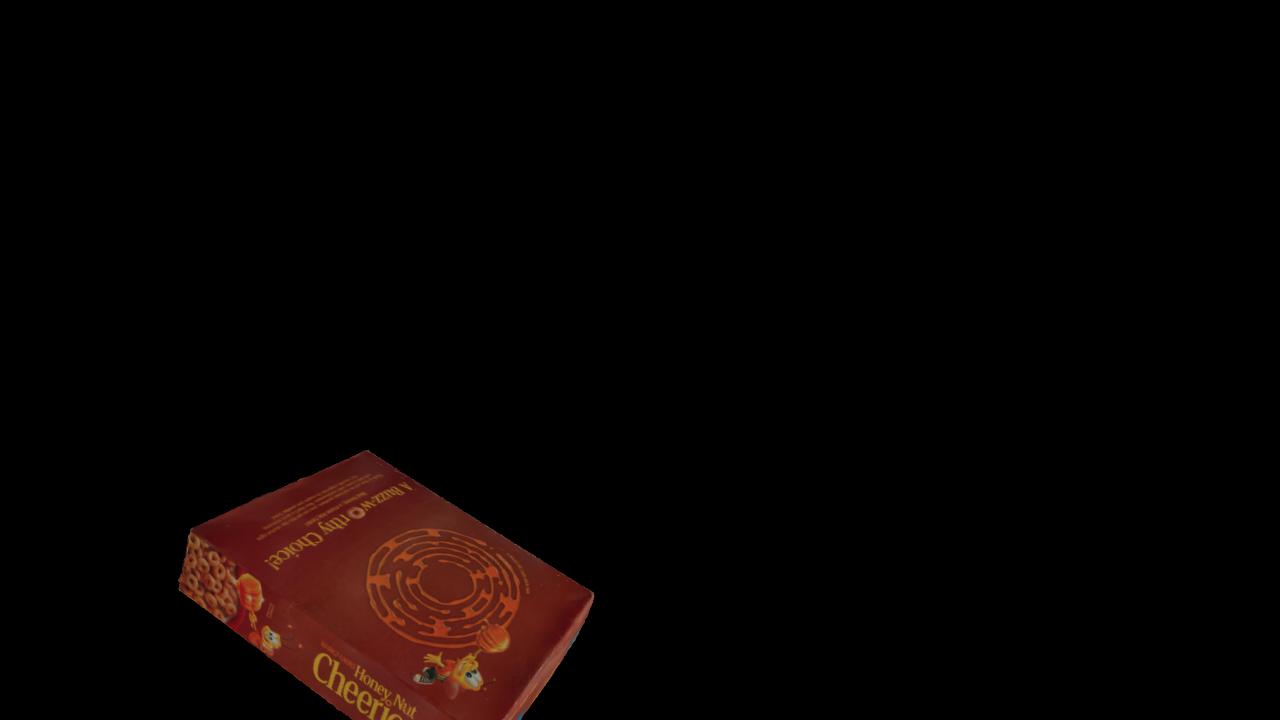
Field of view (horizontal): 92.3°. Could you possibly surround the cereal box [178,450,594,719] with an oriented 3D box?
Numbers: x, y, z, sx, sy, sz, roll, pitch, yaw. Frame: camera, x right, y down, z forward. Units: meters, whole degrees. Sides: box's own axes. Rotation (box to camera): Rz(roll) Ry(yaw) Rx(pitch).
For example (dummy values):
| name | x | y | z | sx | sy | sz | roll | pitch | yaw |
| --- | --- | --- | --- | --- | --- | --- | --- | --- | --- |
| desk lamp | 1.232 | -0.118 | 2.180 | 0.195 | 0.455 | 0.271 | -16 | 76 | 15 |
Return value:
| name | x | y | z | sx | sy | sz | roll | pitch | yaw |
| --- | --- | --- | --- | --- | --- | --- | --- | --- | --- |
| cereal box | -0.217 | 0.216 | 0.570 | 0.306 | 0.081 | 0.203 | 28 | 19 | 11 |
